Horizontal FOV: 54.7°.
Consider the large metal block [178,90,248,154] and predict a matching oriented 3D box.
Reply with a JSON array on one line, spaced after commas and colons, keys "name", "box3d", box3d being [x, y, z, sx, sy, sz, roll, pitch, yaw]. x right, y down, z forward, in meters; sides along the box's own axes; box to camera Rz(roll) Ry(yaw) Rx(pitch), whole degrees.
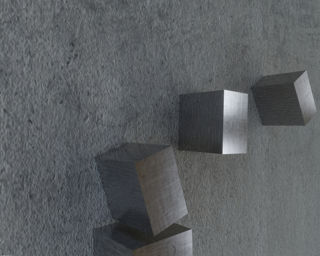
[{"name": "large metal block", "box3d": [0.072, -0.007, 0.429, 0.050, 0.080, 0.080, 3, 89, -40]}]

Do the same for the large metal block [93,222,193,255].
[{"name": "large metal block", "box3d": [-0.020, 0.140, 0.352, 0.081, 0.080, 0.050, -3, 92, -40]}]

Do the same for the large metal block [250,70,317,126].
[{"name": "large metal block", "box3d": [0.221, -0.051, 0.553, 0.050, 0.080, 0.080, -38, 113, -34]}]

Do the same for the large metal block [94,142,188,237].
[{"name": "large metal block", "box3d": [-0.023, 0.064, 0.350, 0.050, 0.080, 0.080, -23, 105, -38]}]
